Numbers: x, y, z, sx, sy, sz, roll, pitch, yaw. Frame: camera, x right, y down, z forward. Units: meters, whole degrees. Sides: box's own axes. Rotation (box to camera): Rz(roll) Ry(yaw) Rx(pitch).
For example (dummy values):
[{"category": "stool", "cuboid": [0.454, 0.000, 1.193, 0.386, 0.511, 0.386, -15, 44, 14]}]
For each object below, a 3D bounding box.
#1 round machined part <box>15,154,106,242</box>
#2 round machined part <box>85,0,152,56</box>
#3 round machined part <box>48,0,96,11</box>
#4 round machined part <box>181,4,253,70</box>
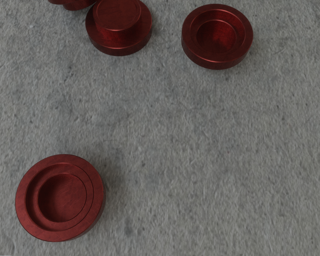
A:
[{"category": "round machined part", "cuboid": [-0.113, 0.083, 0.367, 0.099, 0.042, 0.098, 0, 70, -1]}, {"category": "round machined part", "cuboid": [-0.061, -0.159, 0.457, 0.099, 0.042, 0.098, 0, 70, -1]}, {"category": "round machined part", "cuboid": [-0.124, -0.214, 0.464, 0.098, 0.042, 0.098, -9, 52, 13]}, {"category": "round machined part", "cuboid": [0.079, -0.126, 0.446, 0.099, 0.042, 0.098, 0, 70, -1]}]
